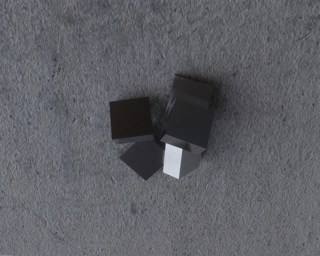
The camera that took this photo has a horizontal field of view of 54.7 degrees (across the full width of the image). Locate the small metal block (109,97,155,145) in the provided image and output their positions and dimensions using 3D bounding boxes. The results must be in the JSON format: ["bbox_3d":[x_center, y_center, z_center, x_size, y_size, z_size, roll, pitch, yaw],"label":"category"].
[{"bbox_3d":[-0.035,-0.009,0.394,0.050,0.025,0.050,-7,72,2],"label":"small metal block"}]

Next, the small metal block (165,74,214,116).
[{"bbox_3d":[0.036,-0.037,0.398,0.050,0.025,0.050,13,110,-5],"label":"small metal block"}]

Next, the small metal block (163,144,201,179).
[{"bbox_3d":[0.031,0.032,0.408,0.025,0.050,0.050,19,114,34],"label":"small metal block"}]

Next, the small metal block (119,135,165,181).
[{"bbox_3d":[-0.019,0.035,0.424,0.050,0.025,0.050,-43,105,14],"label":"small metal block"}]

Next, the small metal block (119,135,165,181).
[{"bbox_3d":[-0.019,0.035,0.424,0.050,0.025,0.050,-43,105,14],"label":"small metal block"}]

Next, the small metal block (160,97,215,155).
[{"bbox_3d":[0.033,-0.002,0.370,0.050,0.025,0.050,20,65,-8],"label":"small metal block"}]
